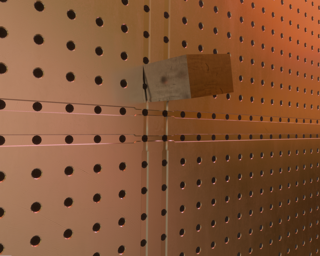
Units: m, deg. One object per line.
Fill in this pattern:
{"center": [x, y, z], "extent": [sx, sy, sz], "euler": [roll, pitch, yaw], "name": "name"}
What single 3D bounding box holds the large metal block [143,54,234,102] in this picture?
{"center": [0.037, -0.065, 0.406], "extent": [0.081, 0.080, 0.050], "euler": [-12, 98, -40], "name": "large metal block"}
